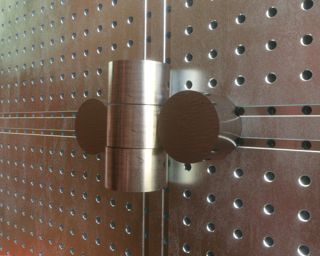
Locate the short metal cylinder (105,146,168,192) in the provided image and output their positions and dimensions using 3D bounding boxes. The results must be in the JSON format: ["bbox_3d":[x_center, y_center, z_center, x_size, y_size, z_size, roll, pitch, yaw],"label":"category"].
[{"bbox_3d":[-0.030,0.048,0.395,0.080,0.081,0.050,2,91,39],"label":"short metal cylinder"}]

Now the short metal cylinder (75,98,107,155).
[{"bbox_3d":[-0.080,-0.002,0.456,0.080,0.050,0.079,0,90,39],"label":"short metal cylinder"}]

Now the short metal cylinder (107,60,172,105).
[{"bbox_3d":[-0.026,-0.054,0.392,0.080,0.081,0.050,4,92,39],"label":"short metal cylinder"}]

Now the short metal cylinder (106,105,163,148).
[{"bbox_3d":[-0.027,-0.003,0.393,0.080,0.081,0.050,3,92,39],"label":"short metal cylinder"}]

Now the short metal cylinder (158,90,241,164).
[{"bbox_3d":[0.044,-0.001,0.354,0.080,0.050,0.079,0,90,39],"label":"short metal cylinder"}]
